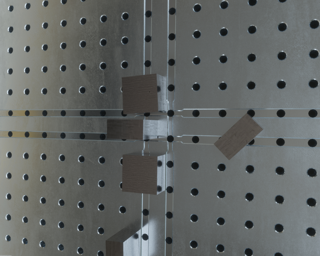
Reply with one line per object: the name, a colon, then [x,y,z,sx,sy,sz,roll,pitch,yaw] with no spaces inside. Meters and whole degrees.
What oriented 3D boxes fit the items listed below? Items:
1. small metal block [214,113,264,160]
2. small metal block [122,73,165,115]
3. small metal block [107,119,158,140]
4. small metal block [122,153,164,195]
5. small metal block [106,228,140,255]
small metal block: [0.095,0.010,0.366,0.050,0.050,0.025,-46,76,14]
small metal block: [-0.023,-0.045,0.421,0.050,0.025,0.050,-3,89,20]
small metal block: [-0.036,0.002,0.412,0.050,0.050,0.025,1,91,20]
small metal block: [-0.023,0.061,0.421,0.050,0.025,0.050,1,90,20]
small metal block: [-0.049,0.169,0.417,0.025,0.050,0.050,-1,90,20]
